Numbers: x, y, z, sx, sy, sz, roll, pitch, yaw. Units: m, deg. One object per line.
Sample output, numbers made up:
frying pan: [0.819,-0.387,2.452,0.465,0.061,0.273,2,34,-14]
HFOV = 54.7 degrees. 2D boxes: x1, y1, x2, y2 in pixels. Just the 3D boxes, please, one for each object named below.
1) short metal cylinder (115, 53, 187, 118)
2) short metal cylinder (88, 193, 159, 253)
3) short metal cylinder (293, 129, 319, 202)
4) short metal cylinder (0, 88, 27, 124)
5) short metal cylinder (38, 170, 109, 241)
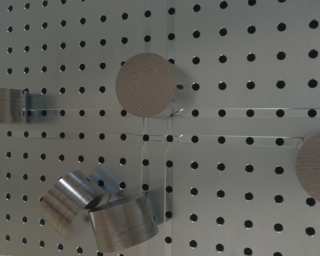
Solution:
short metal cylinder: [-0.010,-0.053,0.403,0.080,0.050,0.079,0,90,20]
short metal cylinder: [-0.047,0.120,0.400,0.080,0.080,0.050,-18,84,19]
short metal cylinder: [0.188,0.039,0.333,0.080,0.050,0.079,0,90,20]
short metal cylinder: [-0.245,-0.031,0.470,0.080,0.080,0.050,-1,90,20]
short metal cylinder: [-0.116,0.105,0.424,0.050,0.080,0.080,36,102,16]
